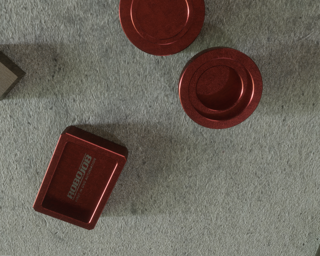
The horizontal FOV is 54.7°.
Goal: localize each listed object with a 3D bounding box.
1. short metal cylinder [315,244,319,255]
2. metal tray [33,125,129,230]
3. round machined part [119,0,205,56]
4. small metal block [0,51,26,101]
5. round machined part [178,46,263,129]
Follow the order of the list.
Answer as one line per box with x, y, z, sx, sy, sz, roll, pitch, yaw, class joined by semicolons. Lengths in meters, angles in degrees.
0.275;0.207;0.461;0.081;0.080;0.050;8;110;-3;short metal cylinder
-0.110;0.072;0.431;0.090;0.030;0.129;24;108;-9;metal tray
0.002;-0.131;0.352;0.099;0.042;0.097;0;110;-1;round machined part
-0.206;-0.066;0.383;0.050;0.025;0.050;-43;105;14;small metal block
0.071;-0.051;0.383;0.099;0.042;0.097;0;110;-1;round machined part
